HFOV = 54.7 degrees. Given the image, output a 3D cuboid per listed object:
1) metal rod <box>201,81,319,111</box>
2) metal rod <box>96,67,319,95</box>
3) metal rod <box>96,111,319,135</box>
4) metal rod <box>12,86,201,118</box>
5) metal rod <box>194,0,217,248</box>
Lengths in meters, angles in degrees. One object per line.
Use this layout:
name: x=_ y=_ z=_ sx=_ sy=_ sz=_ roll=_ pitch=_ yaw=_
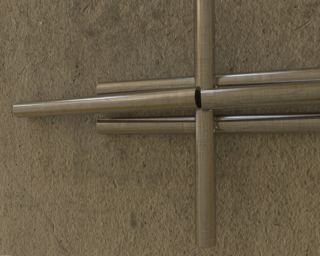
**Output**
metal rod: x=0.194 y=-0.038 z=0.316 sx=0.301 sy=0.025 sz=0.025 roll=-3 pitch=89 yaw=9
metal rod: x=0.059 y=-0.054 z=0.388 sx=0.301 sy=0.025 sz=0.025 roll=-1 pitch=90 yaw=19
metal rod: x=0.059 y=-0.005 z=0.388 sx=0.301 sy=0.025 sz=0.025 roll=-1 pitch=90 yaw=19
metal rod: x=-0.089 y=-0.031 z=0.413 sx=0.300 sy=0.025 sz=0.025 roll=-1 pitch=90 yaw=29
metal rod: x=0.053 y=-0.013 z=0.364 sx=0.025 sy=0.025 sz=0.298 roll=0 pitch=90 yaw=19
